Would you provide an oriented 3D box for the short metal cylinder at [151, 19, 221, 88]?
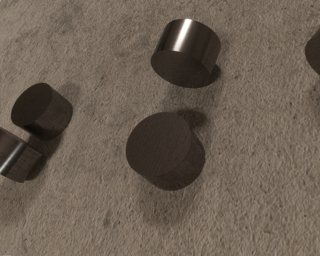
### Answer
[{"bbox_3d":[0.034,-0.096,0.408,0.080,0.080,0.050,8,66,31],"label":"short metal cylinder"}]

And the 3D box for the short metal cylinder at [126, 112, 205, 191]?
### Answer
[{"bbox_3d":[0.007,0.028,0.366,0.080,0.050,0.080,-13,56,20],"label":"short metal cylinder"}]

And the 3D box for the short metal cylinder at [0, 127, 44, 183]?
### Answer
[{"bbox_3d":[-0.222,0.039,0.459,0.080,0.080,0.050,24,75,36],"label":"short metal cylinder"}]

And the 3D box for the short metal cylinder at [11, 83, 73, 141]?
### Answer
[{"bbox_3d":[-0.190,-0.026,0.501,0.080,0.050,0.080,-13,56,20],"label":"short metal cylinder"}]

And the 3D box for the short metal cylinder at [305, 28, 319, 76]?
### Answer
[{"bbox_3d":[0.199,-0.082,0.315,0.050,0.080,0.080,-49,52,-6],"label":"short metal cylinder"}]
